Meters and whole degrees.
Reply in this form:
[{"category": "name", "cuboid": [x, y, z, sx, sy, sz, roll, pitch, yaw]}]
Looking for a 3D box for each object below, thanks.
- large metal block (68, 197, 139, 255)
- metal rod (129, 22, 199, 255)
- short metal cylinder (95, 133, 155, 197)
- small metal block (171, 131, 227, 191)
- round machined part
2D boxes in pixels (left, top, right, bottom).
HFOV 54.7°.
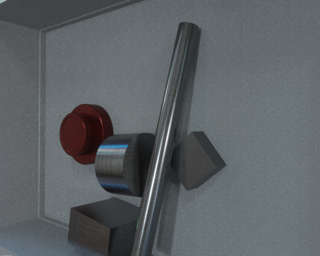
[{"category": "large metal block", "cuboid": [-0.066, 0.137, 0.423, 0.080, 0.081, 0.050, 11, 97, 39]}, {"category": "metal rod", "cuboid": [0.004, 0.022, 0.370, 0.025, 0.025, 0.298, 10, 87, 39]}, {"category": "short metal cylinder", "cuboid": [-0.036, 0.047, 0.398, 0.050, 0.081, 0.080, -4, 88, 40]}, {"category": "small metal block", "cuboid": [0.042, 0.039, 0.371, 0.050, 0.025, 0.050, -46, 63, 30]}, {"category": "round machined part", "cuboid": [-0.123, 0.010, 0.495, 0.098, 0.042, 0.097, 0, 90, 39]}]
